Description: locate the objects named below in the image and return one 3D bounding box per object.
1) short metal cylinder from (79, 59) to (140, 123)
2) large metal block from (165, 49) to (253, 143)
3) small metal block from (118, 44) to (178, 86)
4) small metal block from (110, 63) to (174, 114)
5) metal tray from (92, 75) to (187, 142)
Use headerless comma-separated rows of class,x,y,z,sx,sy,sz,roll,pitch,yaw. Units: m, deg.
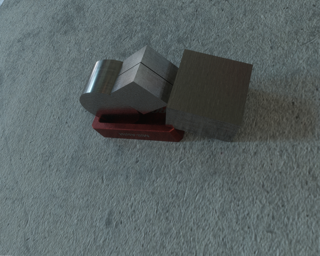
short metal cylinder,-0.060,-0.046,0.413,0.080,0.080,0.050,1,63,29
large metal block,0.056,-0.037,0.364,0.080,0.050,0.080,15,67,6
small metal block,-0.013,-0.066,0.370,0.050,0.050,0.025,-17,49,51
small metal block,-0.021,-0.044,0.359,0.050,0.050,0.025,-17,49,51
metal tray,-0.023,-0.030,0.433,0.130,0.030,0.090,2,63,29
